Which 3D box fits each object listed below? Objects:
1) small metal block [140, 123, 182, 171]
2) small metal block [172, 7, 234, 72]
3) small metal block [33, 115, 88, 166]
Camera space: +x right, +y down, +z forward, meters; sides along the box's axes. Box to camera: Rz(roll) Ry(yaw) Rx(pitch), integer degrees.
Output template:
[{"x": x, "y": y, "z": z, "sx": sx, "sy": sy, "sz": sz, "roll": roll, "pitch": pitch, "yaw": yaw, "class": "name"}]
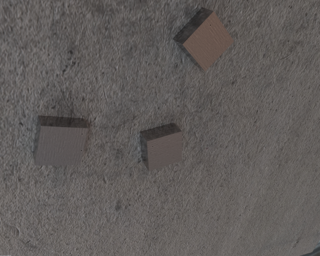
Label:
[{"x": 0.002, "y": 0.026, "z": 0.424, "sx": 0.050, "sy": 0.025, "sz": 0.050, "roll": -15, "pitch": 125, "yaw": -20, "class": "small metal block"}, {"x": 0.052, "y": -0.105, "z": 0.370, "sx": 0.050, "sy": 0.025, "sz": 0.050, "roll": -47, "pitch": 129, "yaw": 4, "class": "small metal block"}, {"x": -0.114, "y": 0.015, "z": 0.354, "sx": 0.050, "sy": 0.025, "sz": 0.050, "roll": 3, "pitch": 117, "yaw": -30, "class": "small metal block"}]
